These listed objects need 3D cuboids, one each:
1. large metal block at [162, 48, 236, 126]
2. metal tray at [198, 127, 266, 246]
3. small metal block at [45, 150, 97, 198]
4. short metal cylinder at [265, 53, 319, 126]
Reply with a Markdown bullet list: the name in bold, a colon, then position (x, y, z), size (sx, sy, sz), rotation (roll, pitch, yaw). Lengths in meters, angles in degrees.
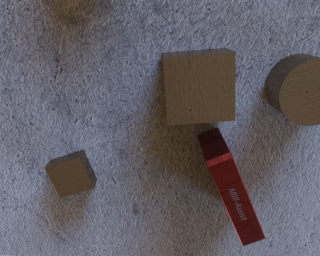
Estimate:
- **large metal block**: position (0.046, -0.052, 0.378), size (0.080, 0.050, 0.079), rotation (-4, 110, 1)
- **metal tray**: position (0.091, 0.073, 0.403), size (0.030, 0.090, 0.129), rotation (-23, 109, 8)
- **small metal block**: position (-0.123, 0.064, 0.432), size (0.050, 0.025, 0.050), rotation (-17, 109, 6)
- **short metal cylinder**: position (0.178, -0.048, 0.380), size (0.081, 0.050, 0.079), rotation (0, 110, 0)
